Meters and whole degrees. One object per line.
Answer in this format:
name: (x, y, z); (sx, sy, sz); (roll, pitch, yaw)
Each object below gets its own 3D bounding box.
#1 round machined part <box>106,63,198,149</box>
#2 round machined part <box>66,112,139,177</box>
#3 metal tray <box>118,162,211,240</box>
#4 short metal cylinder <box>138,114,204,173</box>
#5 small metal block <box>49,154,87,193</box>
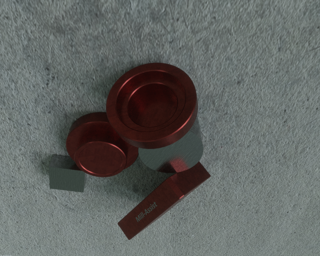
round machined part: (-0.007, -0.021, 0.347); (0.098, 0.098, 0.042); (-10, 153, 7)
round machined part: (-0.078, 0.030, 0.420); (0.099, 0.042, 0.097); (-1, 130, 0)
metal tray: (0.006, 0.106, 0.457); (0.030, 0.091, 0.129); (52, 123, 14)
short metal cylinder: (0.013, 0.013, 0.402); (0.081, 0.050, 0.079); (0, 130, 0)
small metal block: (-0.137, 0.068, 0.464); (0.050, 0.025, 0.050); (9, 130, -8)
